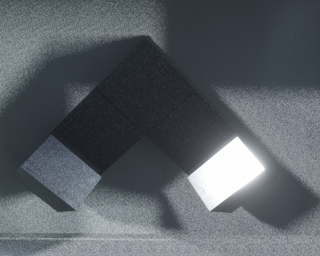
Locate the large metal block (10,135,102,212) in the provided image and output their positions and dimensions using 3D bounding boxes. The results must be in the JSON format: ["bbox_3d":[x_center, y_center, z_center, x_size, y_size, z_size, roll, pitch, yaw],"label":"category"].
[{"bbox_3d":[-0.134,0.061,0.394,0.080,0.050,0.080,44,147,-15],"label":"large metal block"}]

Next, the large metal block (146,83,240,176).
[{"bbox_3d":[0.040,0.001,0.397,0.080,0.050,0.080,-42,105,14],"label":"large metal block"}]

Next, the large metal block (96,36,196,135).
[{"bbox_3d":[-0.016,-0.053,0.376,0.080,0.050,0.080,-42,105,14],"label":"large metal block"}]

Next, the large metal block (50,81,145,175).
[{"bbox_3d":[-0.075,-0.001,0.395,0.080,0.050,0.080,-42,105,14],"label":"large metal block"}]

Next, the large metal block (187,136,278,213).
[{"bbox_3d":[0.095,0.064,0.398,0.080,0.050,0.080,-42,148,14],"label":"large metal block"}]
